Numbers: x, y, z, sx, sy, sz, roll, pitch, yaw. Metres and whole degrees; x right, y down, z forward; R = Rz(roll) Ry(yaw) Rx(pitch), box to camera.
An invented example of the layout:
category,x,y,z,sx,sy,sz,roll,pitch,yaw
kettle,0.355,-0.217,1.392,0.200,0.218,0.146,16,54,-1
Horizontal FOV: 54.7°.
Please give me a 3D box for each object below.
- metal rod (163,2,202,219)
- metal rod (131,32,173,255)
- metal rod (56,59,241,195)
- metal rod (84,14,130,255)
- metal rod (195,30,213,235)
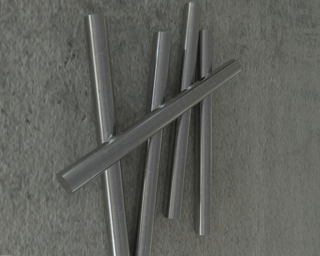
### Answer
category,x,y,z,sx,sy,sz,roll,pitch,yaw
metal rod,0.032,-0.027,0.433,0.025,0.025,0.298,10,84,-40
metal rod,-0.011,0.025,0.397,0.025,0.025,0.298,9,84,-40
metal rod,0.010,-0.019,0.380,0.302,0.025,0.025,-36,112,-34
metal rod,-0.059,0.025,0.356,0.025,0.025,0.298,-9,96,-40
metal rod,0.065,0.006,0.461,0.025,0.025,0.298,0,90,-40
